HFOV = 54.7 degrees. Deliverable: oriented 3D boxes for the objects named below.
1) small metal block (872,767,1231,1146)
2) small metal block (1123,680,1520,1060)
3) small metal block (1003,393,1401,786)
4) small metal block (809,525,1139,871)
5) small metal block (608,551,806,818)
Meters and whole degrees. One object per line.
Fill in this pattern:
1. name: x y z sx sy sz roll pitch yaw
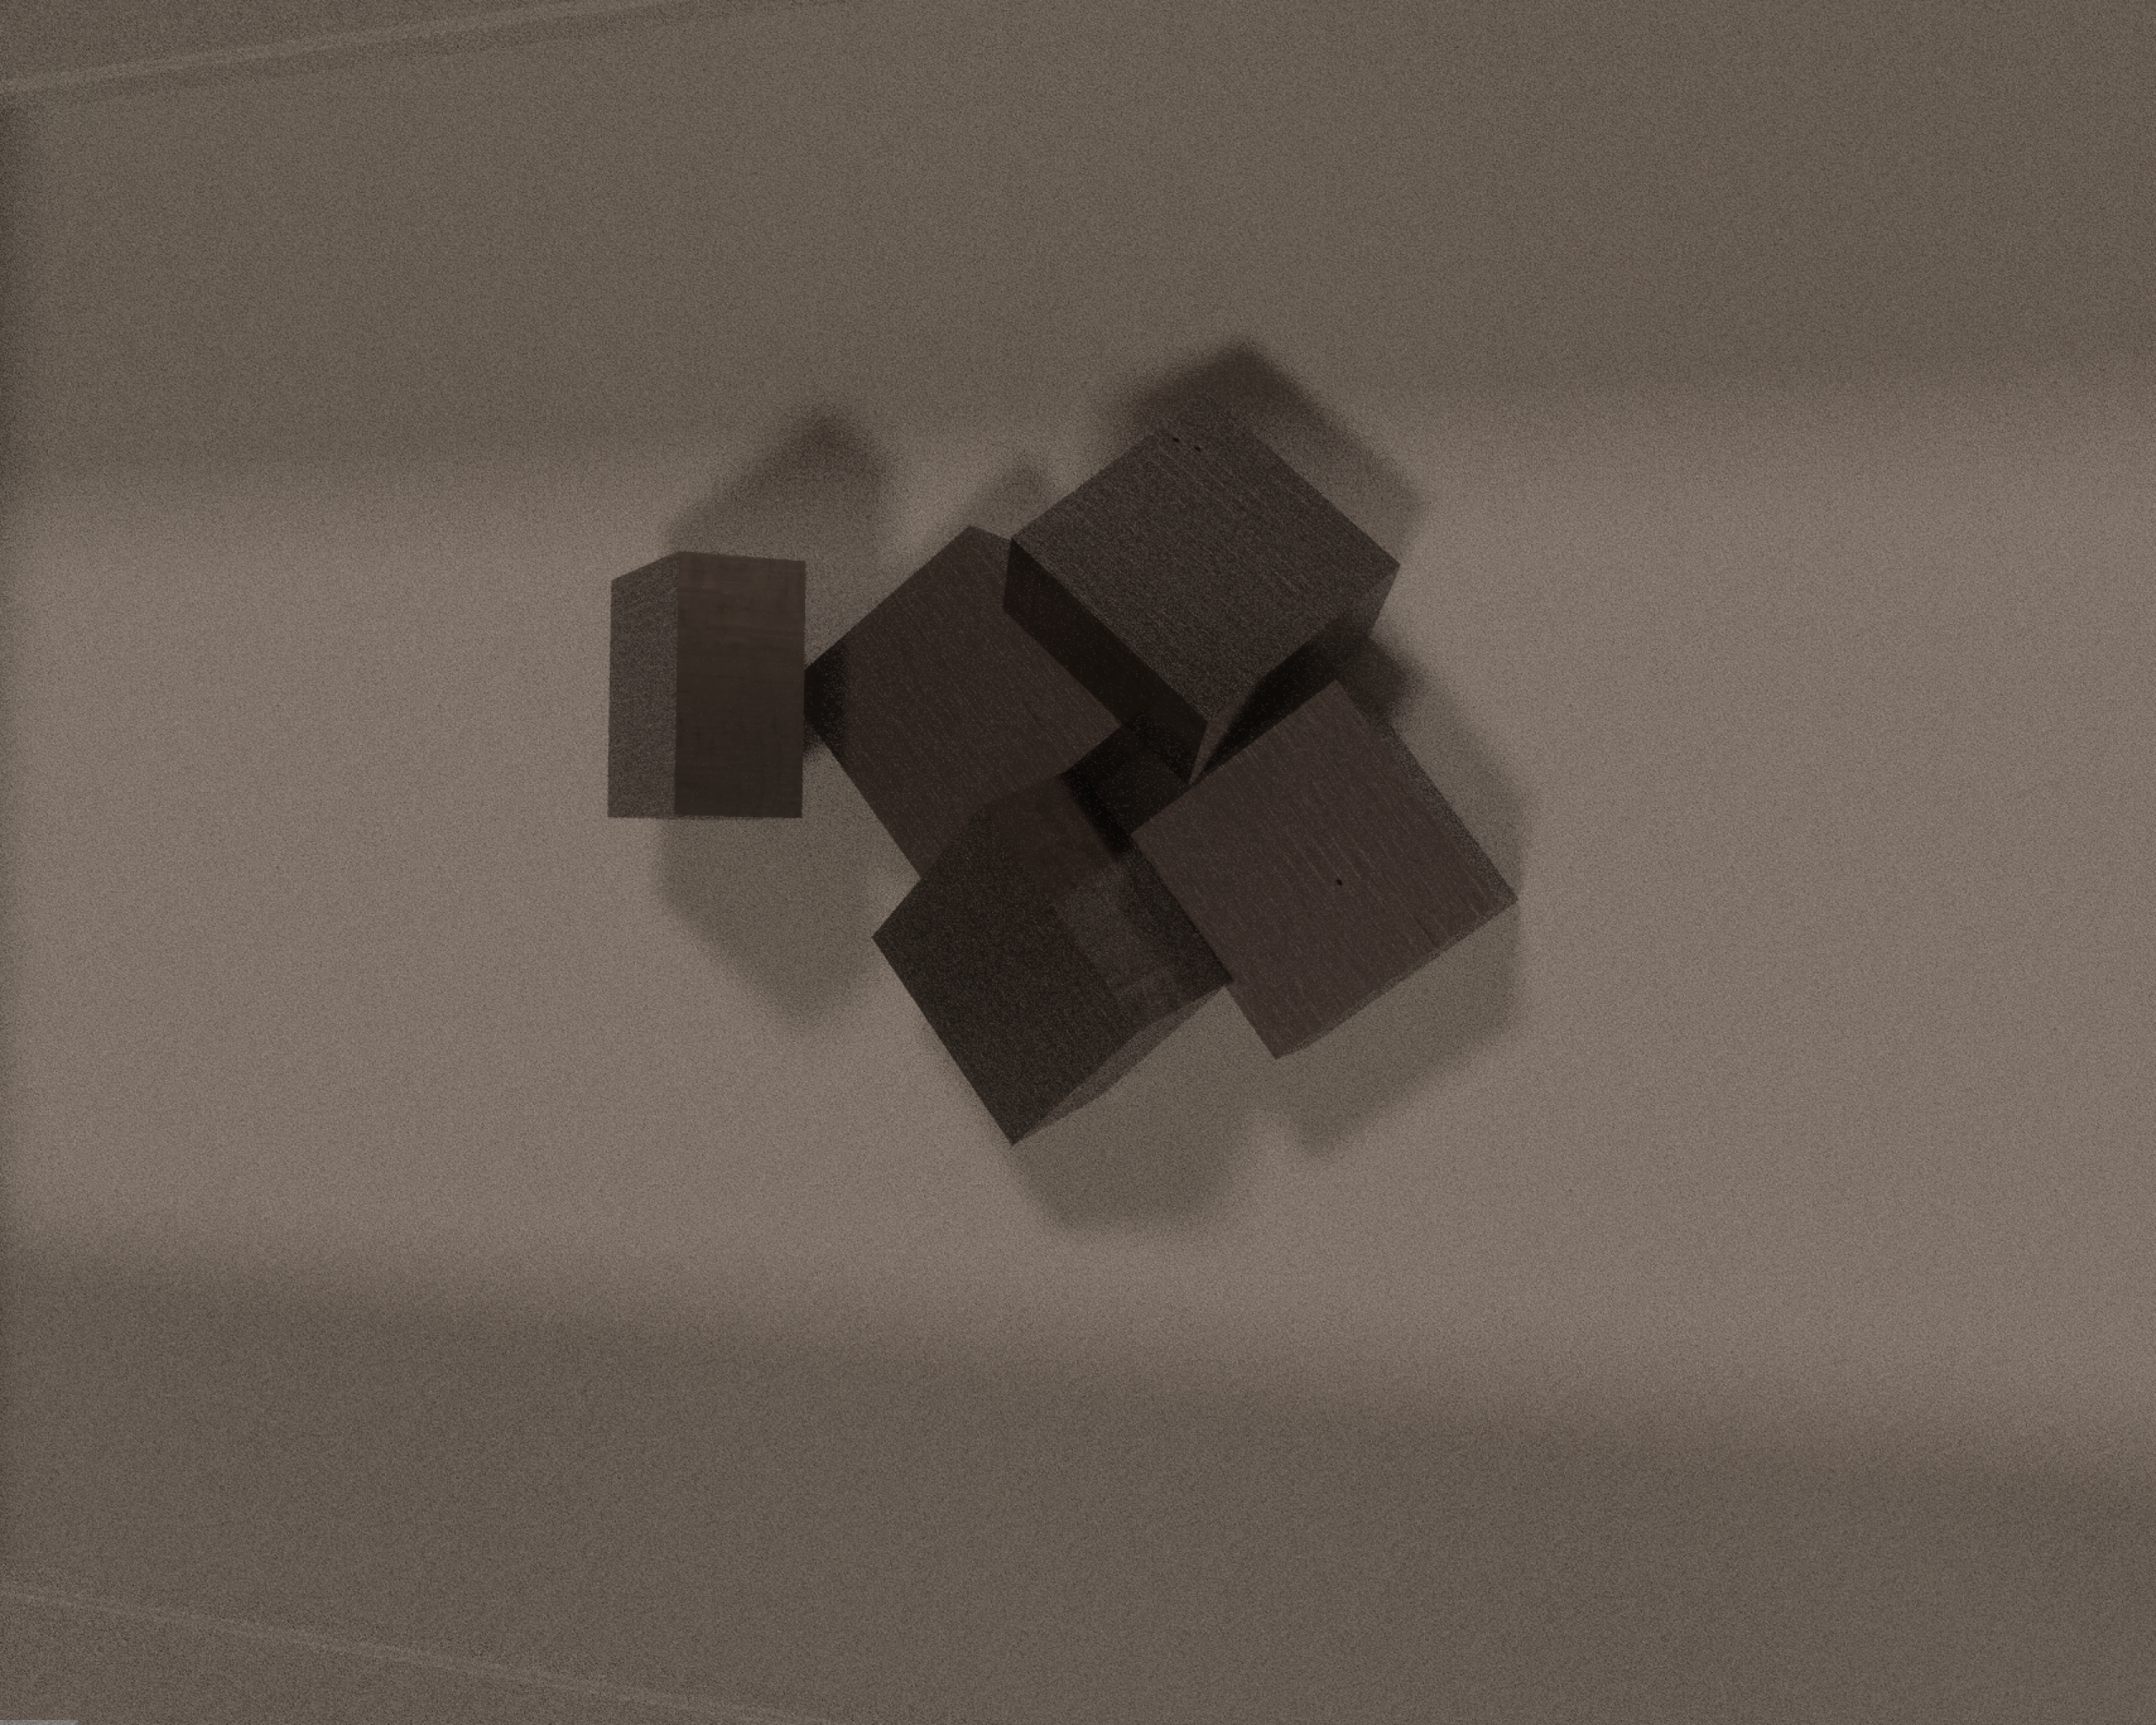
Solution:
1. small metal block: -0.006 0.018 0.398 0.050 0.025 0.050 55 137 12
2. small metal block: 0.046 0.001 0.392 0.050 0.025 0.050 -37 79 16
3. small metal block: 0.022 -0.051 0.388 0.050 0.025 0.050 -40 75 -21
4. small metal block: -0.021 -0.030 0.415 0.050 0.025 0.050 -39 78 15
5. small metal block: -0.075 -0.034 0.420 0.050 0.025 0.050 1 90 63
